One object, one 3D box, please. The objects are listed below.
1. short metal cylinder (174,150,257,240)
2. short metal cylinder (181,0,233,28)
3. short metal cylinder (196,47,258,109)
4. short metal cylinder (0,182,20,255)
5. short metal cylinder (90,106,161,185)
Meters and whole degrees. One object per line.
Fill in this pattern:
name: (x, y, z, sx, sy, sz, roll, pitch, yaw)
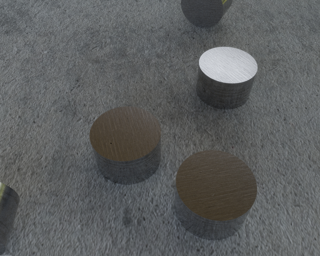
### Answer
short metal cylinder: (0.056, 0.070, 0.328, 0.080, 0.050, 0.080, 0, 50, 0)
short metal cylinder: (0.085, -0.231, 0.562, 0.080, 0.080, 0.050, 22, 54, 17)
short metal cylinder: (0.095, -0.073, 0.449, 0.080, 0.050, 0.080, 0, 50, 0)
short metal cylinder: (-0.183, 0.086, 0.294, 0.081, 0.080, 0.050, -1, 50, -1)
short metal cylinder: (-0.039, 0.020, 0.370, 0.080, 0.050, 0.080, 0, 50, 0)
